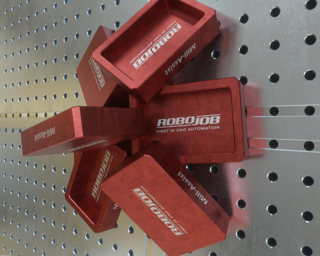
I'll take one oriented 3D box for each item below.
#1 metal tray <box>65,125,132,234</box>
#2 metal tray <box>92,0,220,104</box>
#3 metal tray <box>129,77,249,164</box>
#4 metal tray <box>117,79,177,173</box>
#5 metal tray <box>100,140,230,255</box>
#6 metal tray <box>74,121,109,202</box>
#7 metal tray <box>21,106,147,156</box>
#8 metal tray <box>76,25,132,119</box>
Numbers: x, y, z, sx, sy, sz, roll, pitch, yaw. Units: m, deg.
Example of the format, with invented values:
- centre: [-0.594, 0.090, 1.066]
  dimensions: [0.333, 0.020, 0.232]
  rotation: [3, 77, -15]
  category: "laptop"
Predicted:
- centre: [-0.084, 0.068, 0.437]
  dimensions: [0.090, 0.030, 0.129]
  rotation: [33, 111, 35]
  category: "metal tray"
- centre: [-0.006, -0.101, 0.368]
  dimensions: [0.130, 0.030, 0.090]
  rotation: [-45, 57, -7]
  category: "metal tray"
- centre: [0.031, -0.005, 0.358]
  dimensions: [0.130, 0.030, 0.090]
  rotation: [-4, 87, 22]
  category: "metal tray"
- centre: [-0.023, 0.000, 0.426]
  dimensions: [0.090, 0.030, 0.129]
  rotation: [-6, 84, 38]
  category: "metal tray"
- centre: [0.005, 0.086, 0.359]
  dimensions: [0.090, 0.030, 0.130]
  rotation: [-36, 101, 35]
  category: "metal tray"
- centre: [-0.096, 0.052, 0.487]
  dimensions: [0.090, 0.030, 0.129]
  rotation: [-5, 86, 39]
  category: "metal tray"
- centre: [-0.090, 0.006, 0.358]
  dimensions: [0.130, 0.091, 0.030]
  rotation: [-16, 80, 43]
  category: "metal tray"
- centre: [-0.079, -0.078, 0.451]
  dimensions: [0.090, 0.030, 0.130]
  rotation: [-53, 44, 27]
  category: "metal tray"
